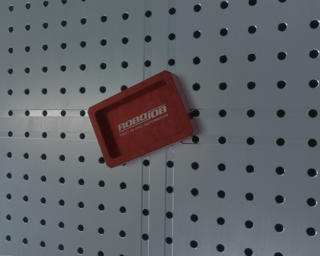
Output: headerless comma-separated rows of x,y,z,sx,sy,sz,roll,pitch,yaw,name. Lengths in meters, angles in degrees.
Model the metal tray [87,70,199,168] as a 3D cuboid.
-0.025,-0.010,0.419,0.130,0.030,0.090,-23,82,18,metal tray
